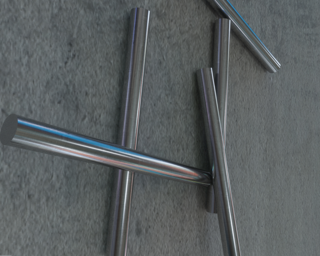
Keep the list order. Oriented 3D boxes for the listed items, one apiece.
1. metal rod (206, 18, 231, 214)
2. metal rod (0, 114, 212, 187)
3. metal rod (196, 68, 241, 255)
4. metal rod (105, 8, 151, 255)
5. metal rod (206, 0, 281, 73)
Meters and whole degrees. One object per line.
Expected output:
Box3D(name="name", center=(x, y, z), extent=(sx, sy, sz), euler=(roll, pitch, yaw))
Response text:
Box3D(name="metal rod", center=(0.091, -0.020, 0.483), extent=(0.025, 0.025, 0.298), euler=(5, 87, -40))
Box3D(name="metal rod", center=(-0.024, 0.039, 0.351), extent=(0.301, 0.025, 0.025), euler=(22, 76, -49))
Box3D(name="metal rod", center=(0.087, 0.061, 0.454), extent=(0.025, 0.025, 0.298), euler=(-5, 86, -40))
Box3D(name="metal rod", center=(-0.038, 0.004, 0.374), extent=(0.025, 0.025, 0.298), euler=(9, 84, -40))
Box3D(name="metal rod", center=(0.115, -0.182, 0.503), extent=(0.301, 0.025, 0.025), euler=(33, 70, -35))
